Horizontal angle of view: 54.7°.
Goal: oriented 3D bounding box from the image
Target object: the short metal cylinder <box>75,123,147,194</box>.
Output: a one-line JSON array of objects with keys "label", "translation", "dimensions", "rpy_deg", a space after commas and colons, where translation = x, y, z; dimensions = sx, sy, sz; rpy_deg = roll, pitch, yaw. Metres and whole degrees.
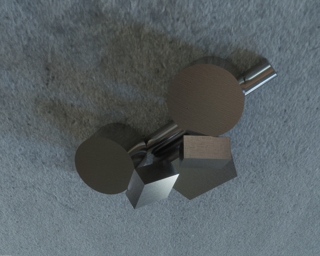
[{"label": "short metal cylinder", "translation": [-0.063, 0.039, 0.407], "dimensions": [0.080, 0.050, 0.079], "rpy_deg": [6, 112, 14]}]

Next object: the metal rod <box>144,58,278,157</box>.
[{"label": "metal rod", "translation": [0.014, 0.006, 0.413], "dimensions": [0.299, 0.025, 0.025], "rpy_deg": [-34, 123, 25]}]

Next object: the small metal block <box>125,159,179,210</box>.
[{"label": "small metal block", "translation": [-0.010, 0.070, 0.387], "dimensions": [0.050, 0.025, 0.050], "rpy_deg": [-12, 139, -34]}]

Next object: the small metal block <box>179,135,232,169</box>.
[{"label": "small metal block", "translation": [0.049, 0.028, 0.352], "dimensions": [0.050, 0.025, 0.050], "rpy_deg": [2, 161, -2]}]

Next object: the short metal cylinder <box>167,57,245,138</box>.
[{"label": "short metal cylinder", "translation": [0.053, -0.036, 0.343], "dimensions": [0.080, 0.050, 0.079], "rpy_deg": [6, 112, 14]}]

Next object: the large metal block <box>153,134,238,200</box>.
[{"label": "large metal block", "translation": [0.047, 0.046, 0.430], "dimensions": [0.080, 0.050, 0.080], "rpy_deg": [-34, 123, 25]}]
